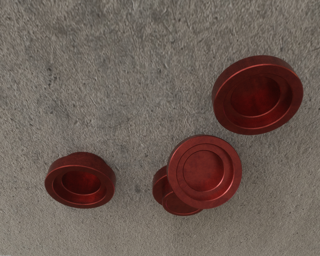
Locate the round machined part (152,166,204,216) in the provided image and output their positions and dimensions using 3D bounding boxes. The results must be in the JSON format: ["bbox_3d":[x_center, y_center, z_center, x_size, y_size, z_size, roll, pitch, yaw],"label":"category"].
[{"bbox_3d":[0.037,0.100,0.482,0.099,0.042,0.097,0,130,0],"label":"round machined part"}]

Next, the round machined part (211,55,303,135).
[{"bbox_3d":[0.109,-0.041,0.362,0.099,0.042,0.097,0,130,0],"label":"round machined part"}]

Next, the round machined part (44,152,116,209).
[{"bbox_3d":[-0.114,0.073,0.457,0.099,0.042,0.097,0,130,0],"label":"round machined part"}]

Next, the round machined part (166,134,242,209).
[{"bbox_3d":[0.058,0.057,0.424,0.099,0.042,0.097,0,93,-5],"label":"round machined part"}]
